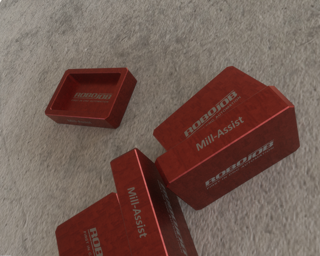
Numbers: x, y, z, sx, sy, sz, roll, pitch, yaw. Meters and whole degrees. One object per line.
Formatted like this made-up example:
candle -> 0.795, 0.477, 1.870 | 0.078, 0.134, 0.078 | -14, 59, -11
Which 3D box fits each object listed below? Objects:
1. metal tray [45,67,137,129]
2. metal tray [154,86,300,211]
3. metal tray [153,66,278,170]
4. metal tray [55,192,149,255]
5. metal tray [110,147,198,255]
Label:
metal tray -> -0.109, -0.049, 0.485 | 0.130, 0.030, 0.090 | 5, 64, 30
metal tray -> 0.071, 0.026, 0.308 | 0.130, 0.090, 0.030 | -34, 52, 6
metal tray -> 0.066, -0.006, 0.361 | 0.130, 0.030, 0.090 | -41, 44, -1
metal tray -> -0.060, 0.148, 0.340 | 0.090, 0.030, 0.130 | -33, 52, 6
metal tray -> -0.001, 0.093, 0.304 | 0.030, 0.090, 0.130 | -29, 52, 10
